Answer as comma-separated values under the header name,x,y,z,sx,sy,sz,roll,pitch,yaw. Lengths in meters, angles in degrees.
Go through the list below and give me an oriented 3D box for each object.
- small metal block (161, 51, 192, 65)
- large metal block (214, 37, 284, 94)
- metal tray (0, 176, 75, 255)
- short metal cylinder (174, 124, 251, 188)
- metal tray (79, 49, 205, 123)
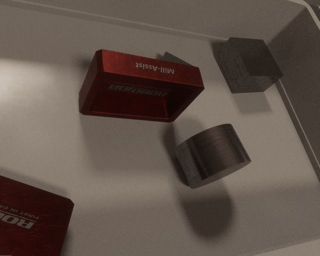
name,x,y,z,sx,sy,sz,roll,pitch,yaw
small metal block,0.020,-0.080,0.467,0.050,0.025,0.050,25,53,-13
large metal block,0.154,-0.109,0.542,0.081,0.050,0.080,-7,65,-31
metal tray,-0.144,0.076,0.250,0.131,0.030,0.090,23,19,-14
short metal cylinder,0.065,0.036,0.385,0.081,0.080,0.050,-12,68,-33
metal tray,-0.024,-0.045,0.379,0.131,0.090,0.030,5,60,-26
